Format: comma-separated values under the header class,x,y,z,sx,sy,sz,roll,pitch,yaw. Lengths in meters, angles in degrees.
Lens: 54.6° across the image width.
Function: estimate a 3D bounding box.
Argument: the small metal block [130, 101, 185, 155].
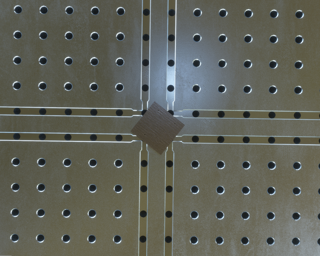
class,x,y,z,sx,sy,sz,roll,pitch,yaw
small metal block,-0.003,0.000,0.413,0.050,0.025,0.050,38,90,-1
